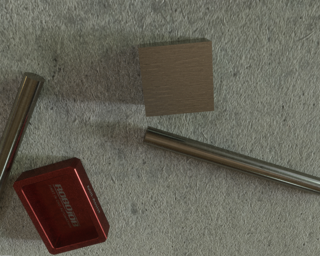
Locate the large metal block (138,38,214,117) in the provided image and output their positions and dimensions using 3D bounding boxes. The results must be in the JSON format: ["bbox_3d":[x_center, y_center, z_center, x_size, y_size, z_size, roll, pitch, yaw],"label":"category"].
[{"bbox_3d":[0.020,-0.062,0.374,0.080,0.050,0.079,-5,110,1],"label":"large metal block"}]

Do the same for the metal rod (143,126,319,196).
[{"bbox_3d":[0.124,0.052,0.430,0.302,0.025,0.025,17,109,-7],"label":"metal rod"}]

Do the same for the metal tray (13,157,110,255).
[{"bbox_3d":[-0.138,0.115,0.447,0.090,0.030,0.129,-16,110,5],"label":"metal tray"}]

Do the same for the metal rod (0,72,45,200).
[{"bbox_3d":[-0.222,0.062,0.429,0.025,0.025,0.298,25,108,-9],"label":"metal rod"}]
